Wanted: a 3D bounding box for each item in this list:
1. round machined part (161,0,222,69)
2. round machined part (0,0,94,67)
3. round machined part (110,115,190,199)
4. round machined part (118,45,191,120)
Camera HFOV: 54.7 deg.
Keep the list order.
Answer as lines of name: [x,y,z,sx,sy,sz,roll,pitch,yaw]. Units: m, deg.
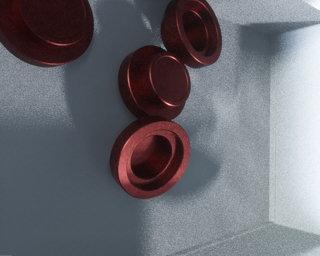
round machined part: [0.039,-0.128,0.421,0.099,0.042,0.098,11,75,-44]
round machined part: [-0.109,-0.112,0.304,0.099,0.042,0.097,0,90,-40]
round machined part: [-0.015,0.031,0.371,0.099,0.042,0.097,-13,115,-30]
round machined part: [0.001,-0.056,0.386,0.099,0.042,0.098,10,74,-41]
